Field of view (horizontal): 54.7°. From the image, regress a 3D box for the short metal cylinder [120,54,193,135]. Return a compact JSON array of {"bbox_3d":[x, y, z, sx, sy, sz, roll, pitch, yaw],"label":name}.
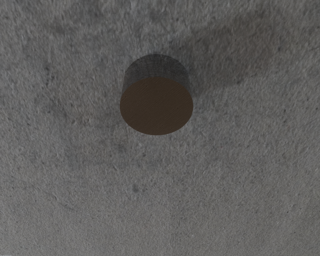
[{"bbox_3d":[-0.004,-0.038,0.359,0.081,0.050,0.079,0,130,0],"label":"short metal cylinder"}]
